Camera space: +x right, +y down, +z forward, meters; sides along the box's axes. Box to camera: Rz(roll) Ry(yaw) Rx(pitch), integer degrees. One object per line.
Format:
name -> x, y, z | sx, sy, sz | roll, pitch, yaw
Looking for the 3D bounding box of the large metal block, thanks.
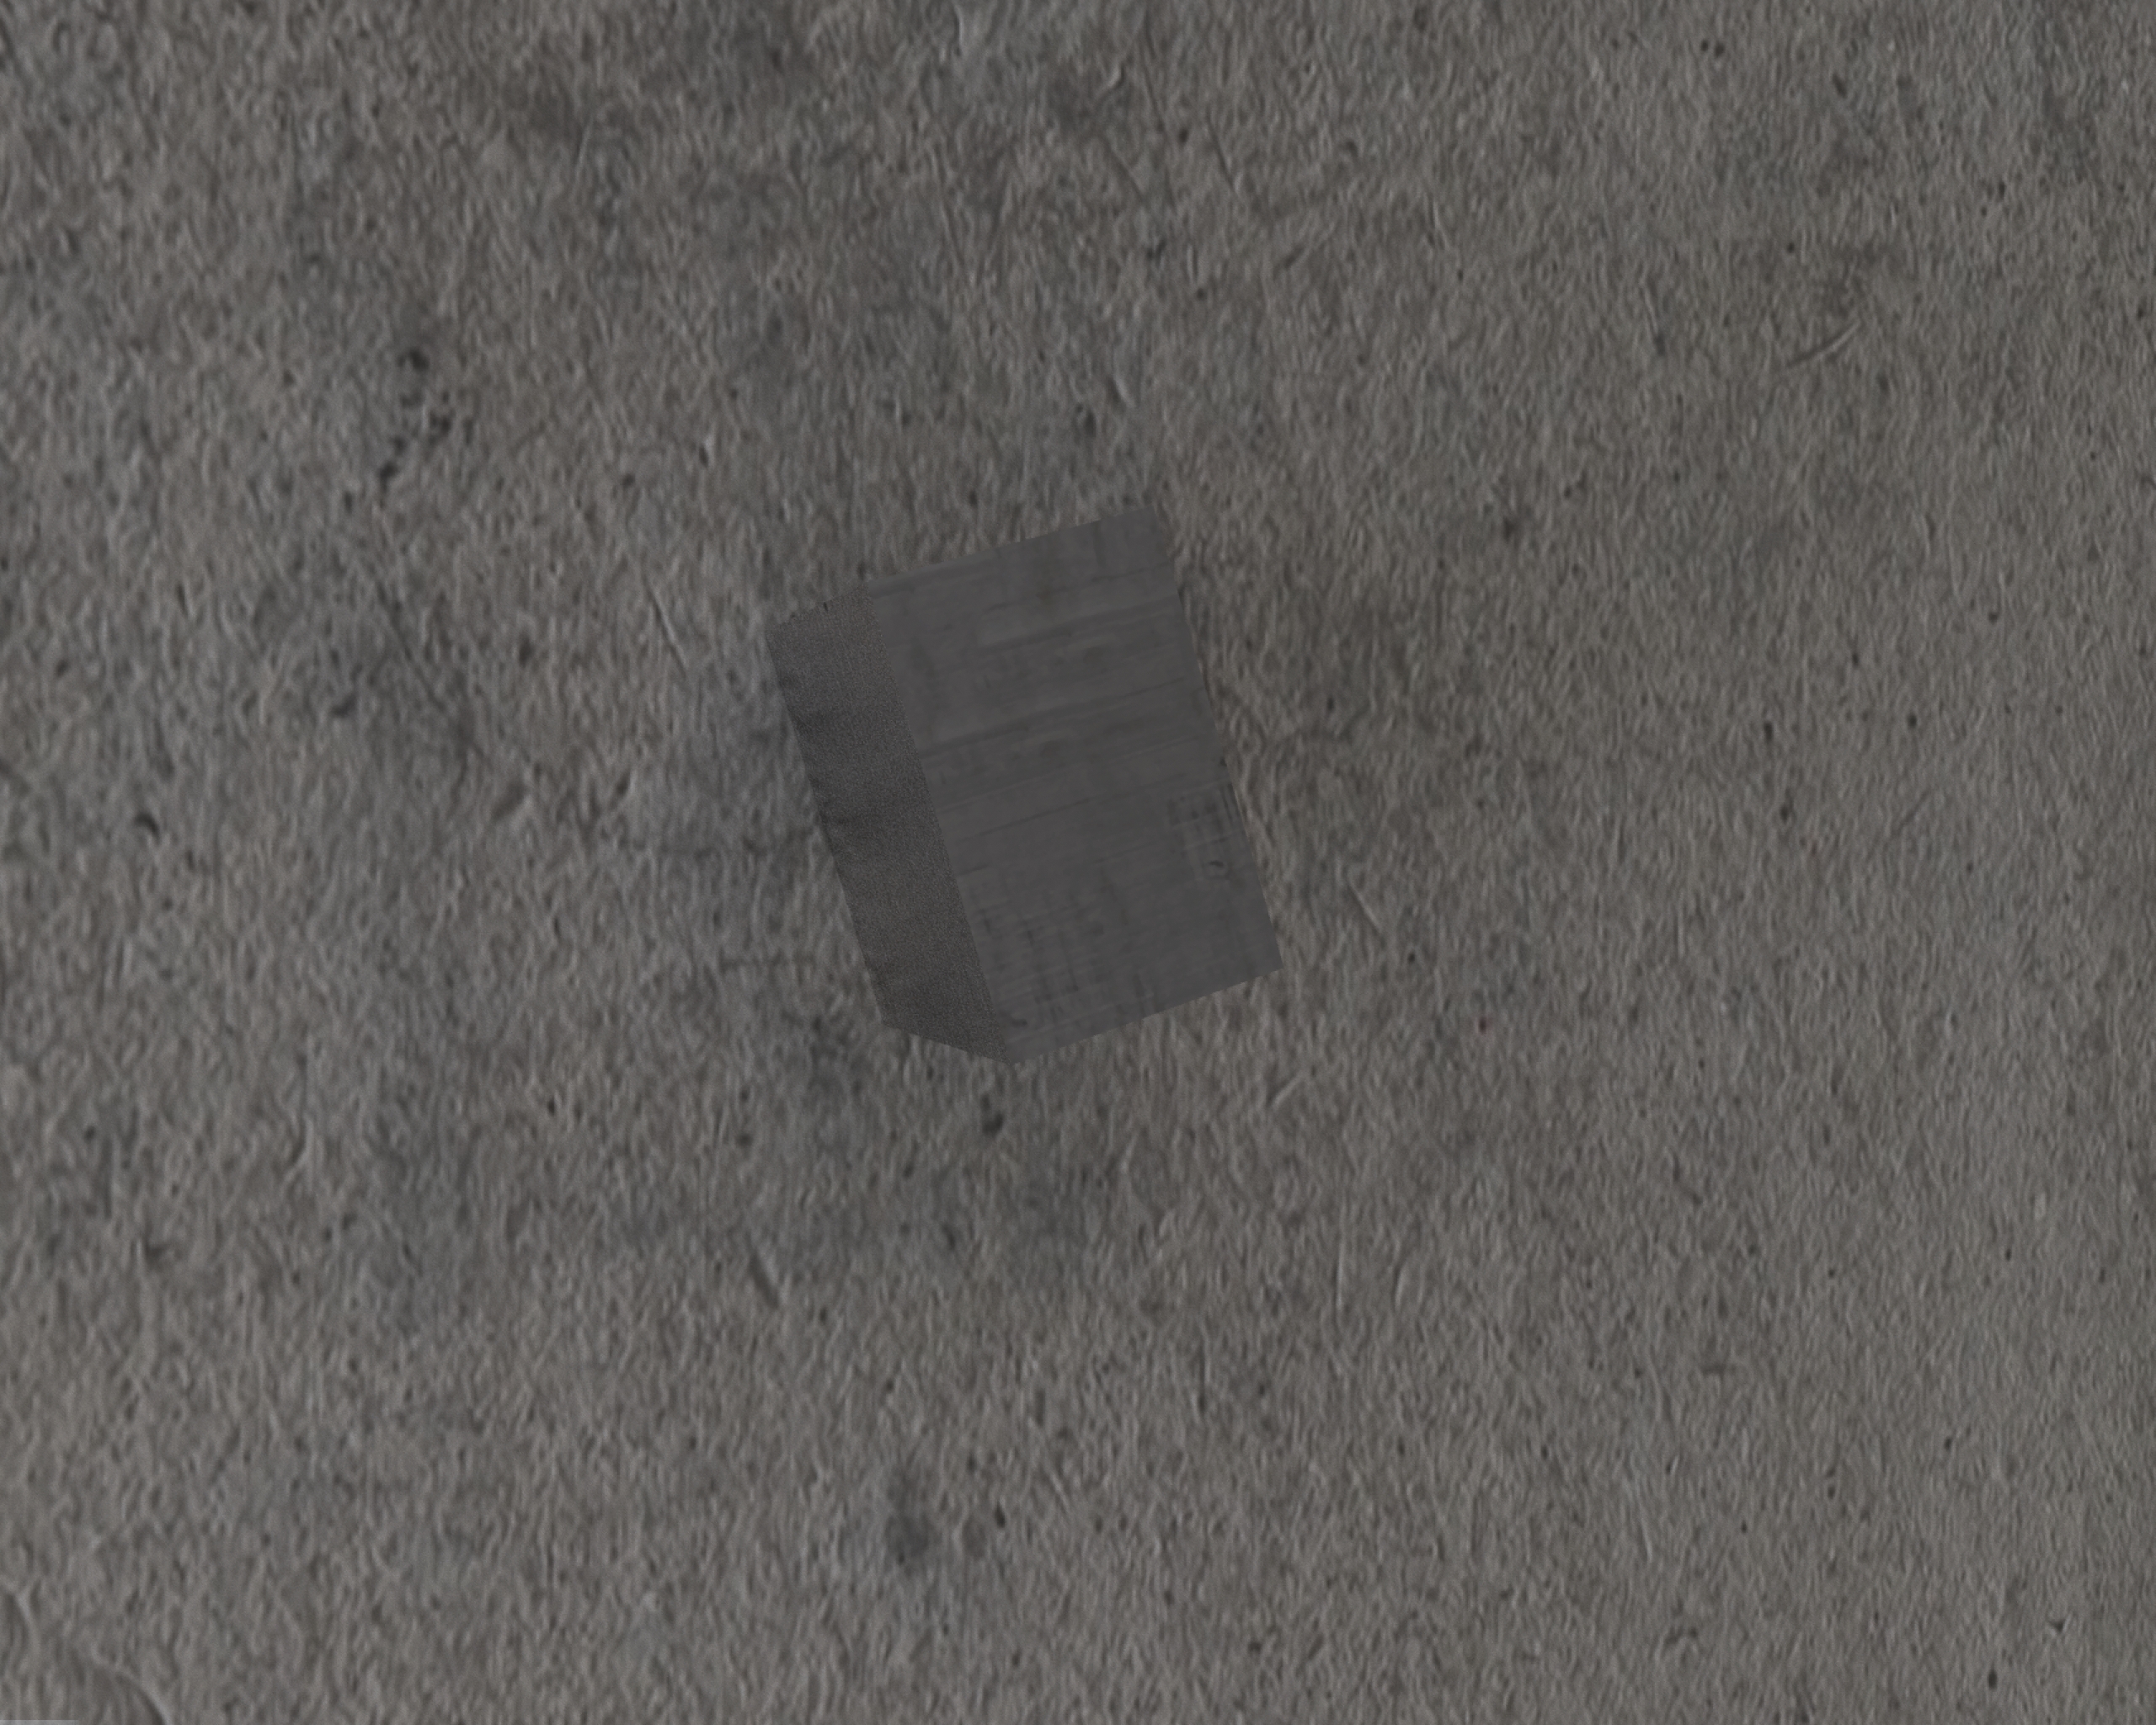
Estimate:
large metal block -> -0.013, -0.013, 0.375 | 0.050, 0.080, 0.080 | -18, 96, -19
